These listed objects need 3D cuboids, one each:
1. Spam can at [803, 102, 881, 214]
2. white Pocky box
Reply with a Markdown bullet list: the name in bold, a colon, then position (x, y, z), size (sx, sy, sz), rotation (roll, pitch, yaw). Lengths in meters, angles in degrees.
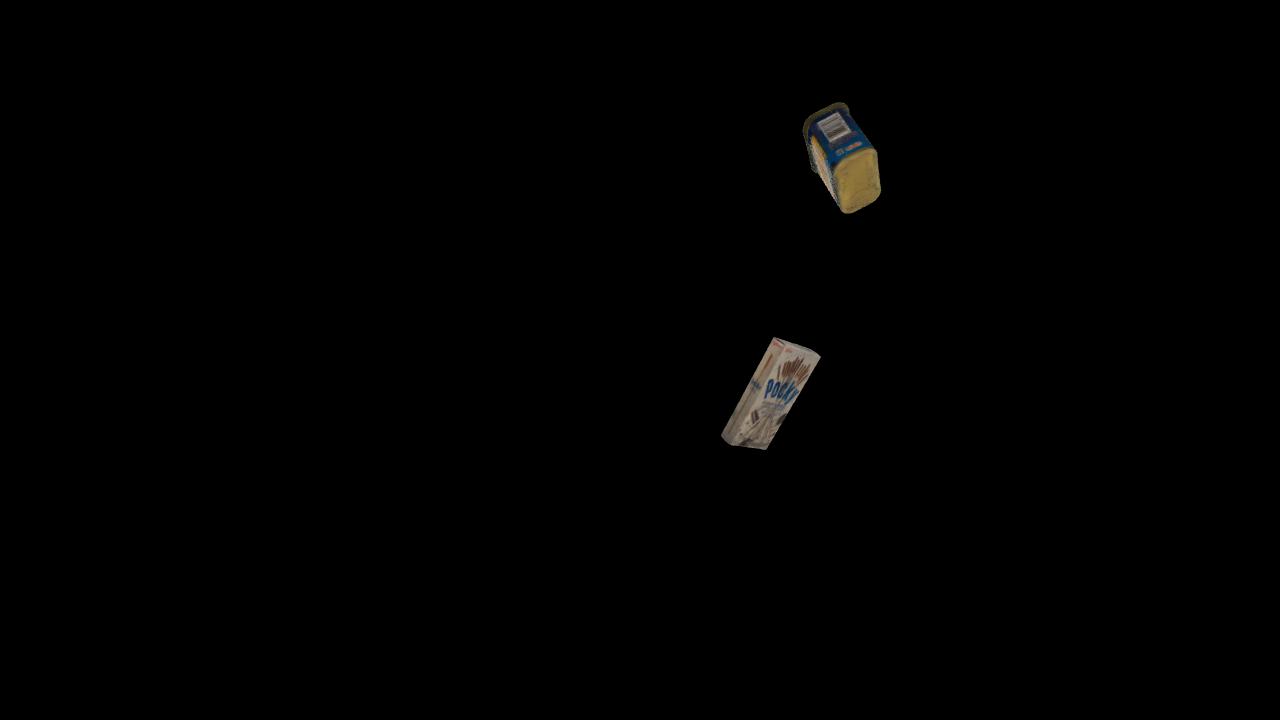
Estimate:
- **Spam can**: position (0.244, -0.240, 0.740), size (0.058, 0.085, 0.101), rotation (-25, -33, 13)
- **white Pocky box**: position (0.175, 0.048, 0.827), size (0.084, 0.154, 0.028), rotation (13, 19, -40)
